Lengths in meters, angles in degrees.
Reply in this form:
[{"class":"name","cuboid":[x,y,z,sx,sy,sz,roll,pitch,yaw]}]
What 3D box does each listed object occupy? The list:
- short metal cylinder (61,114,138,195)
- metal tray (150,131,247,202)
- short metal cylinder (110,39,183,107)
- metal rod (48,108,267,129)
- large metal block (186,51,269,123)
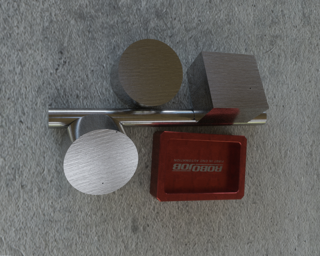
[{"class":"short metal cylinder","cuboid":[-0.071,0.029,0.358,0.081,0.050,0.079,-8,113,-18]},{"class":"metal tray","cuboid":[0.055,0.052,0.427,0.131,0.030,0.089,4,89,-20]},{"class":"short metal cylinder","cuboid":[-0.018,-0.066,0.390,0.081,0.050,0.080,0,90,-20]},{"class":"metal rod","cuboid":[0.011,-0.014,0.416,0.303,0.025,0.025,-1,91,-20]},{"class":"large metal block","cuboid":[0.088,-0.053,0.416,0.081,0.050,0.080,-1,69,-20]}]
